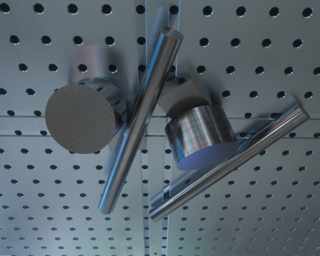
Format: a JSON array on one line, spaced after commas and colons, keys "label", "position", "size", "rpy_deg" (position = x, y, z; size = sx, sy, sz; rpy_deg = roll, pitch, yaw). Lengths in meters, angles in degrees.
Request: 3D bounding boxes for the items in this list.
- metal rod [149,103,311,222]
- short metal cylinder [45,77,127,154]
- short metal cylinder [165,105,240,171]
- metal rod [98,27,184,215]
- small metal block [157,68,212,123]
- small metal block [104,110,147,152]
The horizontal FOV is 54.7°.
[{"label": "metal rod", "position": [0.087, 0.066, 0.468], "size": [0.025, 0.025, 0.299], "rpy_deg": [33, 123, -25]}, {"label": "short metal cylinder", "position": [-0.084, -0.016, 0.362], "size": [0.080, 0.050, 0.079], "rpy_deg": [2, 108, 8]}, {"label": "short metal cylinder", "position": [0.052, 0.014, 0.386], "size": [0.081, 0.050, 0.080], "rpy_deg": [-15, 156, -7]}, {"label": "metal rod", "position": [-0.037, 0.016, 0.391], "size": [0.025, 0.025, 0.298], "rpy_deg": [14, 129, -12]}, {"label": "small metal block", "position": [0.029, -0.036, 0.381], "size": [0.050, 0.025, 0.050], "rpy_deg": [-29, 124, 22]}, {"label": "small metal block", "position": [-0.046, 0.004, 0.415], "size": [0.050, 0.025, 0.050], "rpy_deg": [-5, 130, 4]}]
